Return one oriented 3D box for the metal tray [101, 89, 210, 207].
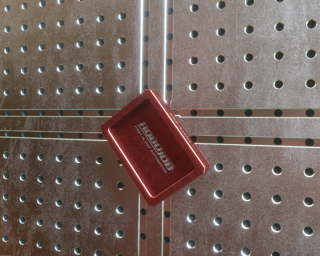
[{"bbox_3d":[-0.008,0.025,0.411,0.090,0.030,0.130,-37,78,15],"label":"metal tray"}]
